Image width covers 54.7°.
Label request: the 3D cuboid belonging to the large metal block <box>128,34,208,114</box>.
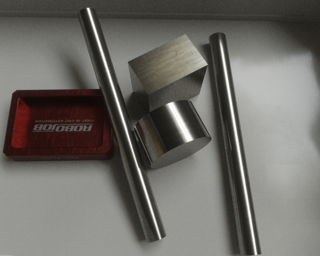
[{"bbox_3d":[0.009,-0.063,0.404,0.080,0.080,0.050,-28,73,-10],"label":"large metal block"}]

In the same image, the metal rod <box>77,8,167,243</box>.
[{"bbox_3d":[-0.050,-0.011,0.385,0.025,0.025,0.299,-17,81,-7],"label":"metal rod"}]

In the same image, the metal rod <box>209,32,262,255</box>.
[{"bbox_3d":[0.095,0.006,0.408,0.025,0.025,0.299,-3,70,-2],"label":"metal rod"}]

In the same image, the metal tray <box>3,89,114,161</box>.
[{"bbox_3d":[-0.128,-0.004,0.406,0.131,0.030,0.090,-1,70,-1],"label":"metal tray"}]

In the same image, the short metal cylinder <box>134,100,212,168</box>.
[{"bbox_3d":[0.015,0.009,0.377,0.080,0.080,0.050,-23,72,-8],"label":"short metal cylinder"}]
